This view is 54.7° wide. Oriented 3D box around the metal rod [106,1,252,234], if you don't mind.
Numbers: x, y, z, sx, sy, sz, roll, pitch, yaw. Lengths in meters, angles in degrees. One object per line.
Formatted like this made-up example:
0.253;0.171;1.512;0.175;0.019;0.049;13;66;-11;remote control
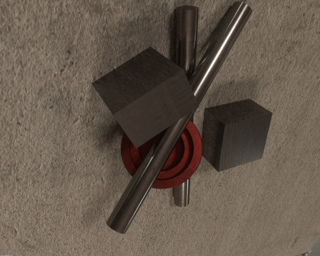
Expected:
0.025;-0.016;0.363;0.025;0.025;0.299;34;84;-39;metal rod

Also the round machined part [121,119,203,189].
0.002;0.026;0.393;0.099;0.042;0.097;0;85;-1;round machined part

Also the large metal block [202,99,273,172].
0.110;0.009;0.459;0.081;0.050;0.079;-13;124;-22;large metal block

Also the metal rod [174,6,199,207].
0.033;-0.007;0.422;0.025;0.025;0.298;-15;125;-21;metal rod

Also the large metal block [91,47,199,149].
-0.018;-0.037;0.340;0.080;0.080;0.050;-34;129;-6;large metal block
